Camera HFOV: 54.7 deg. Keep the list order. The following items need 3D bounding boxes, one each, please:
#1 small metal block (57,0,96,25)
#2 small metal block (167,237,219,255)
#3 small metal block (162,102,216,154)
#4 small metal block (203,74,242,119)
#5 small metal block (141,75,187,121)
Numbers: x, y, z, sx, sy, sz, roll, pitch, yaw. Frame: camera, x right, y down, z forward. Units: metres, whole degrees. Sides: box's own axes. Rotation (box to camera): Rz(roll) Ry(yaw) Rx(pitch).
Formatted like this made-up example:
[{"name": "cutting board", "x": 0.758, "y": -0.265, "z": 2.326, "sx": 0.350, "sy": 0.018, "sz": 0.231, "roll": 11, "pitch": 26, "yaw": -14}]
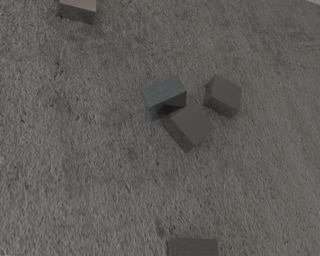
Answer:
[{"name": "small metal block", "x": -0.121, "y": -0.183, "z": 0.450, "sx": 0.050, "sy": 0.025, "sz": 0.050, "roll": 6, "pitch": 59, "yaw": -25}, {"name": "small metal block", "x": 0.037, "y": 0.147, "z": 0.333, "sx": 0.050, "sy": 0.025, "sz": 0.050, "roll": 11, "pitch": 57, "yaw": -22}, {"name": "small metal block", "x": 0.040, "y": -0.001, "z": 0.426, "sx": 0.050, "sy": 0.025, "sz": 0.050, "roll": 50, "pitch": 51, "yaw": 6}, {"name": "small metal block", "x": 0.099, "y": -0.050, "z": 0.487, "sx": 0.050, "sy": 0.025, "sz": 0.050, "roll": 26, "pitch": 53, "yaw": -12}, {"name": "small metal block", "x": 0.006, "y": -0.038, "z": 0.402, "sx": 0.050, "sy": 0.050, "sz": 0.025, "roll": -24, "pitch": 72, "yaw": -4}]
